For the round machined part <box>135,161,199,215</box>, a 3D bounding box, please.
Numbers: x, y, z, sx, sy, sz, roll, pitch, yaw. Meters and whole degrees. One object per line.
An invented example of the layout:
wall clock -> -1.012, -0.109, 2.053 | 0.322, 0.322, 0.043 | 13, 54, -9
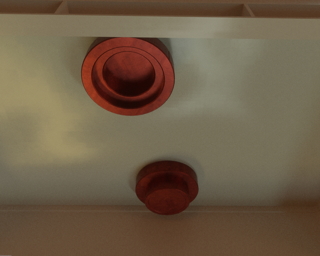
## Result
round machined part -> 0.011, 0.099, 0.482 | 0.099, 0.042, 0.097 | 0, 130, 0

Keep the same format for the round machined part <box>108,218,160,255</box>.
round machined part -> -0.049, 0.214, 0.582 | 0.099, 0.042, 0.097 | 0, 130, 0

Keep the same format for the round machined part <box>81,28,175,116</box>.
round machined part -> -0.033, -0.064, 0.343 | 0.099, 0.042, 0.097 | 0, 130, 0

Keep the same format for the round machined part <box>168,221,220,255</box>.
round machined part -> 0.065, 0.223, 0.590 | 0.099, 0.042, 0.097 | 0, 130, 0
